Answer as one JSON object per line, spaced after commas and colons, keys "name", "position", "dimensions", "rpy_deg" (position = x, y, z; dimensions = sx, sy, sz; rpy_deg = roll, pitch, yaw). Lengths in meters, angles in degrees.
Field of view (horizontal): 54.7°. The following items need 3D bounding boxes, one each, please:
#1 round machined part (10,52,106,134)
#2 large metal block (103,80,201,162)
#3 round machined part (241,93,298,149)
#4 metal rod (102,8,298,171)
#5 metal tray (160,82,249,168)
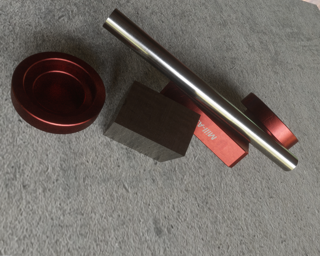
{"name": "round machined part", "position": [-0.116, -0.036, 0.353], "dimensions": [0.099, 0.042, 0.098], "rpy_deg": [14, 56, -21]}
{"name": "large metal block", "position": [-0.013, -0.003, 0.357], "dimensions": [0.080, 0.080, 0.050], "rpy_deg": [27, 72, -12]}
{"name": "round machined part", "position": [0.153, -0.003, 0.460], "dimensions": [0.098, 0.042, 0.098], "rpy_deg": [44, 14, -13]}
{"name": "metal rod", "position": [0.061, -0.036, 0.381], "dimensions": [0.301, 0.025, 0.025], "rpy_deg": [36, 50, -16]}
{"name": "metal tray", "position": [0.063, -0.015, 0.420], "dimensions": [0.130, 0.030, 0.090], "rpy_deg": [44, 22, 2]}
